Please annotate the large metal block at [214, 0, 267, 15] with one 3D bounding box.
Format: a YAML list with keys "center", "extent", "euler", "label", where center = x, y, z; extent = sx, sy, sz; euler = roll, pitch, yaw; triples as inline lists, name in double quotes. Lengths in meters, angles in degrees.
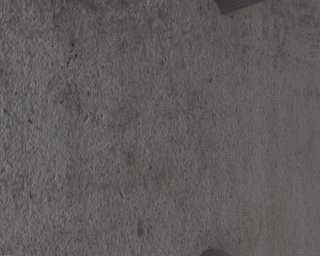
- center: [0.118, -0.229, 0.467]
  extent: [0.080, 0.080, 0.050]
  euler: [50, 61, -29]
  label: "large metal block"

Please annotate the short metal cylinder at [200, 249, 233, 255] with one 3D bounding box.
- center: [0.092, 0.230, 0.466]
  extent: [0.081, 0.050, 0.080]
  euler: [0, 90, -40]
  label: "short metal cylinder"
